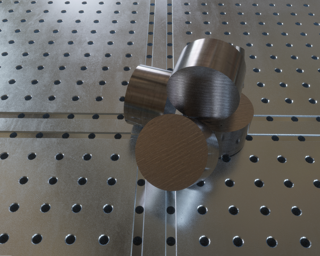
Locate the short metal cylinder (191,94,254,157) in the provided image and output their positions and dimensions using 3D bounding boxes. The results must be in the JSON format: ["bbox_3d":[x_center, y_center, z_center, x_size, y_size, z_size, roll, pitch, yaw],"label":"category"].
[{"bbox_3d":[0.074,-0.009,0.398,0.081,0.050,0.080,0,49,0],"label":"short metal cylinder"}]

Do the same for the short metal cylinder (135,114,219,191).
[{"bbox_3d":[0.020,0.026,0.342,0.080,0.050,0.080,-1,87,23],"label":"short metal cylinder"}]

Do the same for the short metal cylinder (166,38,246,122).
[{"bbox_3d":[0.053,-0.053,0.350,0.080,0.080,0.050,14,51,11],"label":"short metal cylinder"}]

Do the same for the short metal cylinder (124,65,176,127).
[{"bbox_3d":[-0.008,-0.038,0.403,0.050,0.080,0.080,15,52,12],"label":"short metal cylinder"}]

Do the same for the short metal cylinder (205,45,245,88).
[{"bbox_3d":[0.076,-0.081,0.431,0.080,0.080,0.050,2,90,1],"label":"short metal cylinder"}]
